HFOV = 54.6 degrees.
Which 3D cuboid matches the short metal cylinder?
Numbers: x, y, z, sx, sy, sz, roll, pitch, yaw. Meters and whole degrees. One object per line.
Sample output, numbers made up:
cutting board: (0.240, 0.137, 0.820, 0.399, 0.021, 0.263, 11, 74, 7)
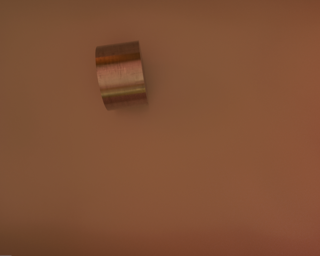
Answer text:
short metal cylinder: (-0.045, -0.064, 0.384, 0.050, 0.080, 0.080, -8, 90, 0)
